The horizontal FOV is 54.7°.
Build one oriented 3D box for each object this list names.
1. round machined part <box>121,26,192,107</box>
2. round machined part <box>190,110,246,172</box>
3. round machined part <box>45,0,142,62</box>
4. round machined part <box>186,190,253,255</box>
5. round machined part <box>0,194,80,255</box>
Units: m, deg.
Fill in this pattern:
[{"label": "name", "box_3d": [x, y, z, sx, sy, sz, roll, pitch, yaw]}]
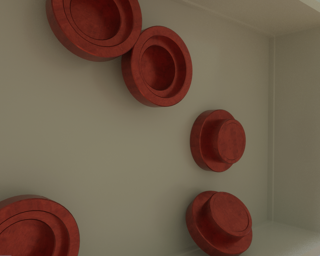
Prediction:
[{"label": "round machined part", "box_3d": [-0.008, -0.075, 0.391, 0.099, 0.042, 0.097, 0, 91, -40]}, {"label": "round machined part", "box_3d": [0.096, 0.020, 0.478, 0.099, 0.042, 0.097, 0, 90, -40]}, {"label": "round machined part", "box_3d": [-0.072, -0.119, 0.331, 0.099, 0.042, 0.097, 3, 84, -34]}, {"label": "round machined part", "box_3d": [0.090, 0.130, 0.439, 0.099, 0.042, 0.098, 18, 40, -16]}, {"label": "round machined part", "box_3d": [-0.130, 0.111, 0.288, 0.099, 0.042, 0.097, 0, 90, -40]}]
